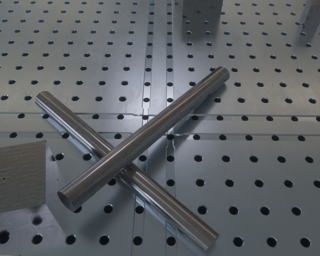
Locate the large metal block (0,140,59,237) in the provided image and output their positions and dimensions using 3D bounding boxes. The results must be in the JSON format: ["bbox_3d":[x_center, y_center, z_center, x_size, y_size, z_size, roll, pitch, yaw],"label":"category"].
[{"bbox_3d":[-0.158,0.066,0.335,0.081,0.050,0.080,-10,51,-9],"label":"large metal block"}]

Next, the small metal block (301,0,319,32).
[{"bbox_3d":[0.284,-0.216,0.574,0.025,0.050,0.050,12,51,10],"label":"small metal block"}]

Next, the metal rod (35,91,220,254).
[{"bbox_3d":[-0.057,0.037,0.375,0.300,0.025,0.025,36,59,26],"label":"metal rod"}]

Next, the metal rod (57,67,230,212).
[{"bbox_3d":[0.003,-0.006,0.389,0.025,0.025,0.302,32,50,24],"label":"metal rod"}]

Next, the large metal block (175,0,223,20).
[{"bbox_3d":[0.075,-0.261,0.592,0.081,0.080,0.050,-12,51,-10],"label":"large metal block"}]
